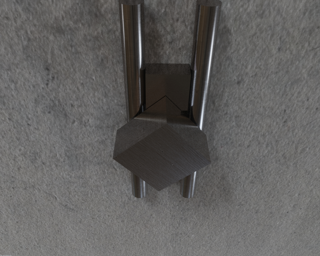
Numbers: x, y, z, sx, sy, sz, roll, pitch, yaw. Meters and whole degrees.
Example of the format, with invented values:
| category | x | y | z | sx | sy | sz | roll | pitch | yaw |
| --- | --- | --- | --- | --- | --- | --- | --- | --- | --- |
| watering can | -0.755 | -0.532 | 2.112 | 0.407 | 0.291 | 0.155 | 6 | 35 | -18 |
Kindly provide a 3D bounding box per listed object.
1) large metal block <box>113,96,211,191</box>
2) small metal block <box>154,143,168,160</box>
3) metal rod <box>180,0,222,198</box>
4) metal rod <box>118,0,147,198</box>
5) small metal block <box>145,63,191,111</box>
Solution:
| category | x | y | z | sx | sy | sz | roll | pitch | yaw |
| --- | --- | --- | --- | --- | --- | --- | --- | --- | --- |
| large metal block | 0.003 | 0.022 | 0.375 | 0.080 | 0.050 | 0.080 | -33 | 123 | 25 |
| small metal block | 0.007 | 0.040 | 0.441 | 0.050 | 0.025 | 0.050 | 0 | 130 | -1 |
| metal rod | 0.046 | -0.011 | 0.401 | 0.025 | 0.025 | 0.298 | 0 | 130 | -1 |
| metal rod | -0.030 | -0.011 | 0.400 | 0.025 | 0.025 | 0.298 | 0 | 130 | -1 |
| small metal block | 0.009 | -0.048 | 0.366 | 0.050 | 0.025 | 0.050 | 0 | 130 | -1 |
